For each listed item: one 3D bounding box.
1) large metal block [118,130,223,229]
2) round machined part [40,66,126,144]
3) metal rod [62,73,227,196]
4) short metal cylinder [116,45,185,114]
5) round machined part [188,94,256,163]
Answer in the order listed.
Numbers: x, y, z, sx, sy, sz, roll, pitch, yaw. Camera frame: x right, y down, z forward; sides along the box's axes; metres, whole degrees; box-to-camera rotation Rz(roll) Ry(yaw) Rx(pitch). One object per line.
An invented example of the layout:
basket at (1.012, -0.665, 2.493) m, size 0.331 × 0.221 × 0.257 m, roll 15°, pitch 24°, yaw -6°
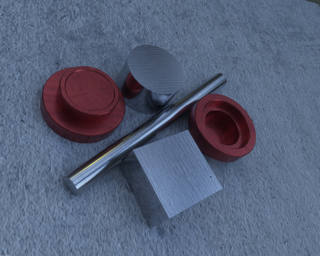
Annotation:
large metal block at (0.011, 0.058, 0.361) m, size 0.081 × 0.050 × 0.080 m, roll -19°, pitch 72°, yaw -35°
round machined part at (-0.087, -0.034, 0.368) m, size 0.099 × 0.042 × 0.098 m, roll 14°, pitch 56°, yaw -21°
metal rod at (0.003, -0.009, 0.413) m, size 0.025 × 0.025 × 0.302 m, roll 49°, pitch 51°, yaw 6°
short metal cylinder at (-0.014, -0.065, 0.421) m, size 0.081 × 0.050 × 0.080 m, roll 14°, pitch 56°, yaw -21°
round machined part at (0.082, 0.004, 0.436) m, size 0.099 × 0.042 × 0.098 m, roll 14°, pitch 56°, yaw -21°
